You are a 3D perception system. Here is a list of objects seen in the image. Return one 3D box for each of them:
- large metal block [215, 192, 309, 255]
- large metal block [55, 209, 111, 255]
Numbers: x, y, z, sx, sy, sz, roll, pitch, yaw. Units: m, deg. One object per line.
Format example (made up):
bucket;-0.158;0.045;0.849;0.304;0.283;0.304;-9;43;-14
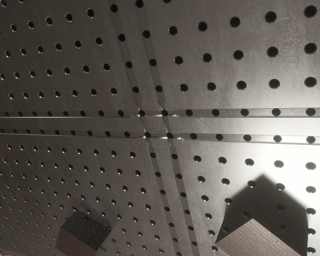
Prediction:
large metal block;0.135;0.146;0.414;0.080;0.050;0.080;38;129;2
large metal block;-0.152;0.219;0.608;0.080;0.050;0.079;31;128;8
